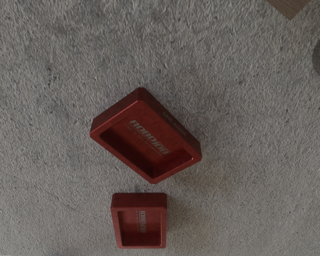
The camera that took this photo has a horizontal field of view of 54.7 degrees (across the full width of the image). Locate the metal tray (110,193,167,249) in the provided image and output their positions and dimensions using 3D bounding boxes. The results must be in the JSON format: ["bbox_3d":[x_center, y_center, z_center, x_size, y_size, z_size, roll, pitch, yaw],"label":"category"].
[{"bbox_3d":[-0.034,0.165,0.544,0.091,0.030,0.129,0,130,0],"label":"metal tray"}]

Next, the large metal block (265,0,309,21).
[{"bbox_3d":[0.106,-0.154,0.261,0.080,0.050,0.080,27,125,-22],"label":"large metal block"}]

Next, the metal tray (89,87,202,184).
[{"bbox_3d":[-0.016,0.016,0.417,0.090,0.030,0.130,-32,124,24],"label":"metal tray"}]

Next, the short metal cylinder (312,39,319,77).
[{"bbox_3d":[0.214,-0.072,0.331,0.081,0.050,0.079,0,130,0],"label":"short metal cylinder"}]
